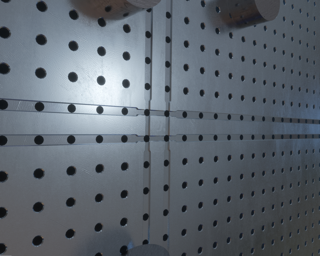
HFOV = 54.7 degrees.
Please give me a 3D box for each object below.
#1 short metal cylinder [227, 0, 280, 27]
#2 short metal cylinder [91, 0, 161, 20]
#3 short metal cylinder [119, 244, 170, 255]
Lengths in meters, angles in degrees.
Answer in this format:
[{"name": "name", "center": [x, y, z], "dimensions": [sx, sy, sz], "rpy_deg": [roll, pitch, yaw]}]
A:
[{"name": "short metal cylinder", "center": [0.160, -0.216, 0.526], "dimensions": [0.081, 0.050, 0.079], "rpy_deg": [0, 90, -40]}, {"name": "short metal cylinder", "center": [-0.039, -0.173, 0.359], "dimensions": [0.081, 0.050, 0.079], "rpy_deg": [0, 90, -40]}, {"name": "short metal cylinder", "center": [-0.019, 0.182, 0.358], "dimensions": [0.081, 0.080, 0.050], "rpy_deg": [-30, 109, -36]}]
